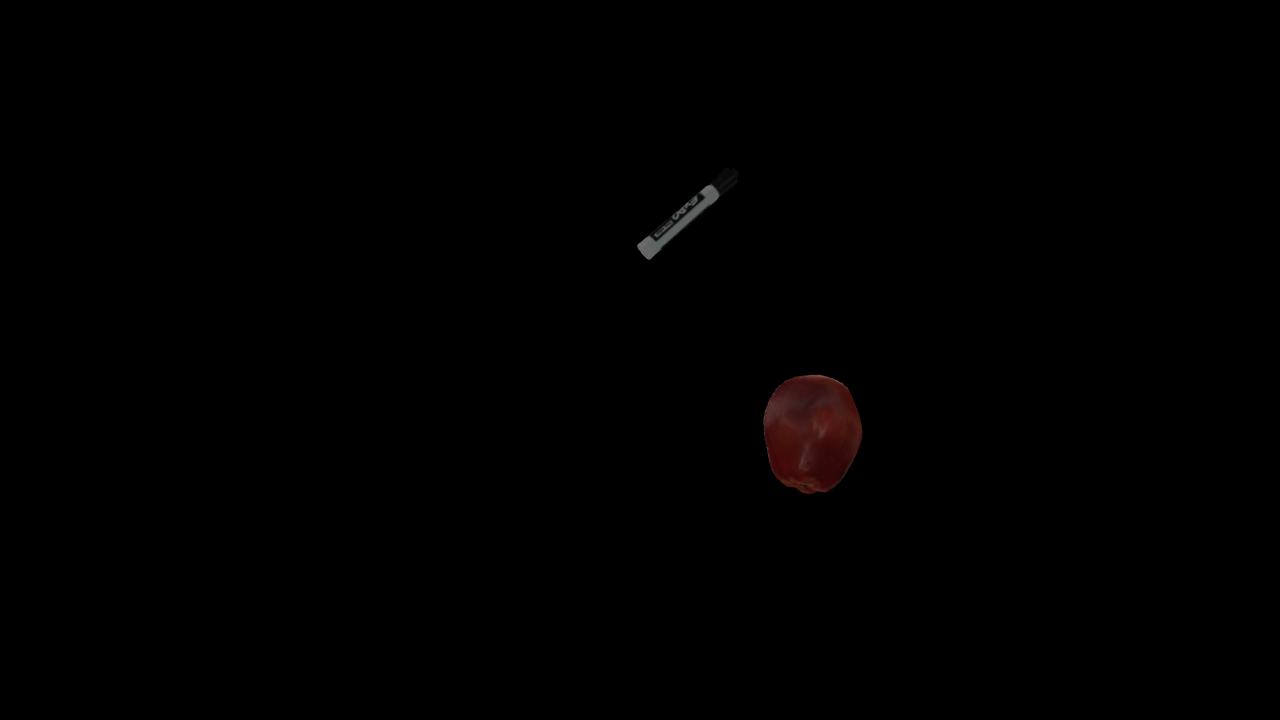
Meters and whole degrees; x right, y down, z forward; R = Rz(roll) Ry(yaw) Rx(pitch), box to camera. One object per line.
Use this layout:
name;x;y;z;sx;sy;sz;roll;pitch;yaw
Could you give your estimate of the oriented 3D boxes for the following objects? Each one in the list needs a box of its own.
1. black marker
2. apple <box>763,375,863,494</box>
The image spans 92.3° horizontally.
black marker;0.048;-0.143;0.596;0.121;0.020;0.020;-41;1;-2
apple;0.136;0.056;0.486;0.079;0.093;0.079;18;-20;7
